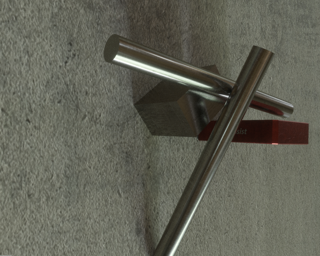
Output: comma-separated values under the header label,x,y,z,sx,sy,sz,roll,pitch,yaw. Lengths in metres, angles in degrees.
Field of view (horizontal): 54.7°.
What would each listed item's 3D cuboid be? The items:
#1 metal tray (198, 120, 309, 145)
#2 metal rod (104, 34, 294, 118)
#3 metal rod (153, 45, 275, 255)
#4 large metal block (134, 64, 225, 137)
label,x,y,z,sx,sy,sz,roll,pitch,yaw
metal tray,0.132,0.006,0.450,0.091,0.130,0.030,3,89,-40
metal rod,0.072,-0.048,0.362,0.302,0.025,0.025,10,84,-40
metal rod,0.055,0.048,0.371,0.025,0.025,0.298,11,109,-40
large metal block,0.028,-0.034,0.395,0.080,0.080,0.050,-45,117,-31
